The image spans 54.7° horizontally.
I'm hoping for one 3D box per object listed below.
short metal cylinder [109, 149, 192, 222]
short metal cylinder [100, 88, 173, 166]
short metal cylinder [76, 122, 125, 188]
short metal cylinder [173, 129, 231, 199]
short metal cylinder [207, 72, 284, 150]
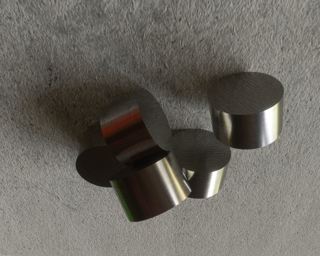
[{"bbox_3d":[-0.011,0.064,0.357,0.080,0.080,0.050,-24,93,19],"label":"short metal cylinder"},{"bbox_3d":[-0.026,-0.001,0.370,0.050,0.080,0.080,-24,126,19],"label":"short metal cylinder"},{"bbox_3d":[-0.068,0.036,0.420,0.081,0.050,0.079,0,130,0],"label":"short metal cylinder"},{"bbox_3d":[0.049,0.046,0.410,0.081,0.080,0.050,2,130,-2],"label":"short metal cylinder"},{"bbox_3d":[0.098,-0.021,0.354,0.080,0.080,0.050,-10,130,8],"label":"short metal cylinder"}]
